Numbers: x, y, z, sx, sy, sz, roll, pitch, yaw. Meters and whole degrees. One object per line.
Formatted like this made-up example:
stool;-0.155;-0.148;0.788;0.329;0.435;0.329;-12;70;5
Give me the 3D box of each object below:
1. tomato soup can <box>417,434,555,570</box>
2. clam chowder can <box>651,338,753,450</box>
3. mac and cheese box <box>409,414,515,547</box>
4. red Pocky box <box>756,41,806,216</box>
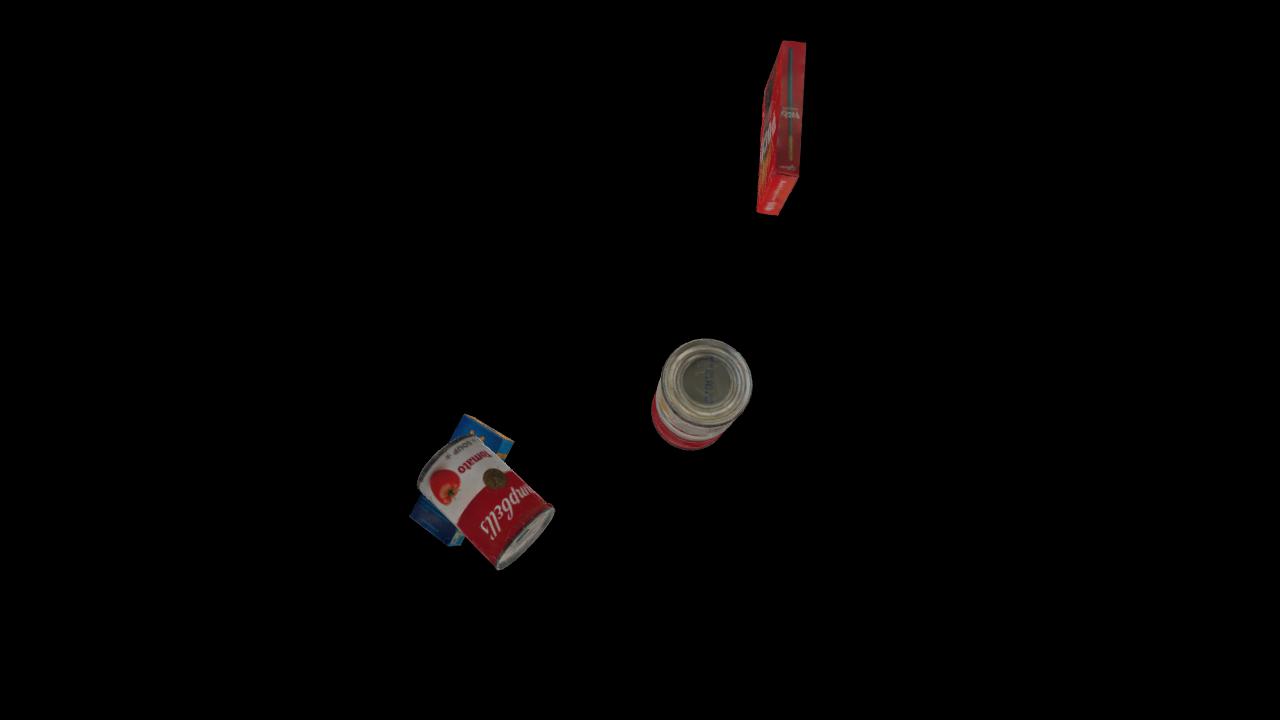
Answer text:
tomato soup can;-0.132;0.119;0.528;0.101;0.068;0.068;39;12;15
clam chowder can;0.045;0.030;0.481;0.068;0.068;0.102;0;-17;-3
mac and cheese box;-0.282;0.189;0.976;0.093;0.184;0.041;26;-4;25
red Pocky box;0.146;-0.239;0.639;0.028;0.155;0.083;7;-14;-2
